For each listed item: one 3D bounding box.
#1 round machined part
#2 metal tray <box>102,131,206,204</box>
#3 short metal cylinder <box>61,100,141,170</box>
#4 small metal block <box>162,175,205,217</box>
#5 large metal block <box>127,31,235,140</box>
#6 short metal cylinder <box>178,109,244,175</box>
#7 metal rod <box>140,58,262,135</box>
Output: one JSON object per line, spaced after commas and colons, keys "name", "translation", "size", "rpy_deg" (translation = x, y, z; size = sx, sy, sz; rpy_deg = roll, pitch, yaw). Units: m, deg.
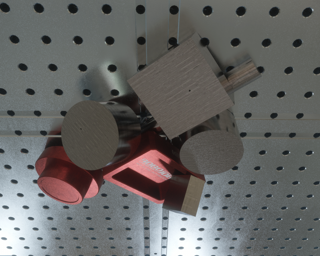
{"name": "round machined part", "translation": [-0.134, 0.074, 0.445], "size": [0.098, 0.042, 0.097], "rpy_deg": [11, 137, 11]}
{"name": "metal tray", "translation": [-0.006, 0.062, 0.442], "size": [0.090, 0.030, 0.130], "rpy_deg": [-30, 137, 23]}
{"name": "short metal cylinder", "translation": [-0.070, 0.007, 0.373], "size": [0.080, 0.050, 0.079], "rpy_deg": [2, 94, 25]}
{"name": "small metal block", "translation": [0.033, 0.094, 0.437], "size": [0.025, 0.050, 0.050], "rpy_deg": [27, 160, -23]}
{"name": "large metal block", "translation": [0.025, -0.046, 0.341], "size": [0.080, 0.050, 0.080], "rpy_deg": [-30, 105, 23]}
{"name": "short metal cylinder", "translation": [0.065, 0.017, 0.409], "size": [0.081, 0.050, 0.079], "rpy_deg": [0, 130, 0]}
{"name": "metal rod", "translation": [-0.009, -0.001, 0.413], "size": [0.300, 0.025, 0.025], "rpy_deg": [-30, 124, 23]}
